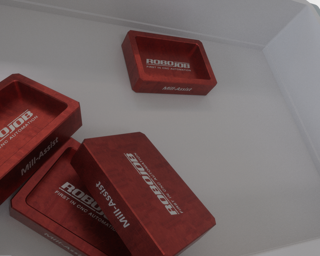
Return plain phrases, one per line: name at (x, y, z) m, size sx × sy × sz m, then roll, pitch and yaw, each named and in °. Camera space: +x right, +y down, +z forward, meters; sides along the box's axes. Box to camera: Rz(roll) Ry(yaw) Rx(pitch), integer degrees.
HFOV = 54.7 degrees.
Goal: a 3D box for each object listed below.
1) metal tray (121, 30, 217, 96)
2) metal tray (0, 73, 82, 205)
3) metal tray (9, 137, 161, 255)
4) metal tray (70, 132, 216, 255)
metal tray at (0.015, -0.096, 0.468) m, size 0.131 × 0.030 × 0.090 m, roll -1°, pitch 62°, yaw -29°
metal tray at (-0.150, 0.007, 0.297) m, size 0.090 × 0.030 × 0.131 m, roll 25°, pitch 49°, yaw 14°
metal tray at (-0.069, 0.080, 0.316) m, size 0.130 × 0.030 × 0.090 m, roll 35°, pitch 51°, yaw -5°
metal tray at (-0.015, 0.062, 0.303) m, size 0.130 × 0.030 × 0.091 m, roll 49°, pitch 29°, yaw 22°
